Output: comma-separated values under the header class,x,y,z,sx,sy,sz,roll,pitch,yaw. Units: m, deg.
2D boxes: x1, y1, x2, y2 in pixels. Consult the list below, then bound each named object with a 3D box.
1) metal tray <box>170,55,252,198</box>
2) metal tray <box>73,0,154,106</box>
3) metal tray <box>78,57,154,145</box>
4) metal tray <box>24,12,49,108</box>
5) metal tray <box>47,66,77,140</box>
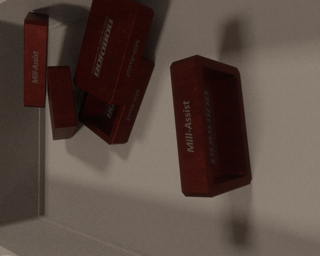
class,x,y,z,sx,sy,sz,roll,pitch,yaw
metal tray,0.055,-0.001,0.317,0.030,0.091,0.129,-9,85,39
metal tray,-0.066,-0.105,0.416,0.090,0.030,0.129,29,108,36
metal tray,-0.069,-0.052,0.457,0.090,0.030,0.129,33,110,35
metal tray,-0.193,-0.107,0.485,0.090,0.030,0.129,-122,39,-58
metal tray,-0.158,-0.034,0.491,0.130,0.030,0.090,152,110,-68
